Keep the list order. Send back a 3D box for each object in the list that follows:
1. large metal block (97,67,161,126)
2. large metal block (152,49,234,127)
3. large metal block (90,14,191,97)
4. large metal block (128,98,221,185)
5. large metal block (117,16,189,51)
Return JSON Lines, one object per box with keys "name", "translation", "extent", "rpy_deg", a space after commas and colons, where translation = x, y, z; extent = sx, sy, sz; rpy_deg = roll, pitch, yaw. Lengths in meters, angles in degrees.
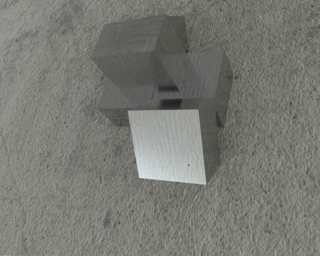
{"name": "large metal block", "translation": [-0.029, -0.049, 0.431], "extent": [0.080, 0.050, 0.080], "rpy_deg": [1, 62, 28]}
{"name": "large metal block", "translation": [0.042, -0.048, 0.394], "extent": [0.080, 0.050, 0.080], "rpy_deg": [1, 62, 28]}
{"name": "large metal block", "translation": [-0.019, -0.080, 0.364], "extent": [0.080, 0.080, 0.050], "rpy_deg": [1, 63, 28]}
{"name": "large metal block", "translation": [0.018, 0.012, 0.344], "extent": [0.080, 0.079, 0.050], "rpy_deg": [1, 18, 28]}
{"name": "large metal block", "translation": [-0.014, -0.130, 0.448], "extent": [0.080, 0.050, 0.080], "rpy_deg": [0, 18, 28]}
